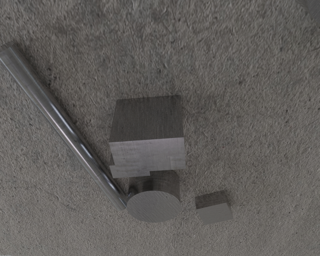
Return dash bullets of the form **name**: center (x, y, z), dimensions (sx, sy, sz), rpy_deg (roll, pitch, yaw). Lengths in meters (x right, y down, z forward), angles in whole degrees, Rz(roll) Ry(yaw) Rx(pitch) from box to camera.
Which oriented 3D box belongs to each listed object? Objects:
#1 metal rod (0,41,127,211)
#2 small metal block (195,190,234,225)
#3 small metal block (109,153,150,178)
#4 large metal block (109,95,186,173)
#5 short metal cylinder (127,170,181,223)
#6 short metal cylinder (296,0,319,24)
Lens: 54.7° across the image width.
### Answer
- **metal rod**: center (-0.115, 0.020, 0.422), dimensions (0.025, 0.025, 0.299), rpy_deg (-16, 129, 13)
- **small metal block**: center (0.092, 0.135, 0.523), dimensions (0.050, 0.025, 0.050), rpy_deg (-17, 128, 14)
- **small metal block**: center (-0.039, 0.040, 0.424), dimensions (0.050, 0.050, 0.025), rpy_deg (-4, 130, 3)
- **large metal block**: center (-0.012, 0.006, 0.376), dimensions (0.080, 0.080, 0.050), rpy_deg (-4, 130, 3)
- **short metal cylinder**: center (-0.009, 0.102, 0.477), dimensions (0.081, 0.050, 0.079), rpy_deg (0, 130, 0)
- **short metal cylinder**: center (0.164, -0.137, 0.276), dimensions (0.081, 0.050, 0.079), rpy_deg (0, 130, 0)
